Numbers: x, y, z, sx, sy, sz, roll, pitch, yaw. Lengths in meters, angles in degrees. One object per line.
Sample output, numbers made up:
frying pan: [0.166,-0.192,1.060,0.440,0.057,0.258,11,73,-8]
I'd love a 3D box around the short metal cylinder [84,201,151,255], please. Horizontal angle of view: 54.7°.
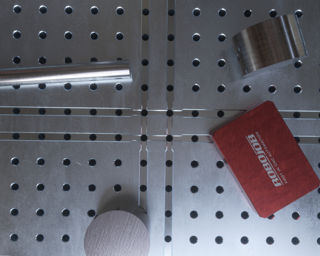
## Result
short metal cylinder: [-0.052,0.139,0.400,0.081,0.050,0.080,0,90,0]

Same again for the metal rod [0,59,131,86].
metal rod: [-0.191,-0.069,0.411,0.302,0.025,0.025,-4,90,0]

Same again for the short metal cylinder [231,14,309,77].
short metal cylinder: [0.136,-0.100,0.387,0.080,0.080,0.050,-16,90,0]

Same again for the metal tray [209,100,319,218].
metal tray: [0.137,0.040,0.412,0.090,0.030,0.130,-31,90,0]
